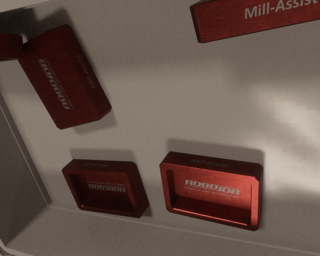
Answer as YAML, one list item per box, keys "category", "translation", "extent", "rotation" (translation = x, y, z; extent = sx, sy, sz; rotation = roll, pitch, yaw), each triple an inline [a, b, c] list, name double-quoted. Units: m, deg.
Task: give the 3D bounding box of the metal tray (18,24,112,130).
- category: "metal tray"
  translation: [-0.135, -0.066, 0.434]
  extent: [0.090, 0.030, 0.129]
  rotation: [-12, 113, 32]

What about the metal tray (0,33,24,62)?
- category: "metal tray"
  translation: [-0.255, -0.103, 0.405]
  extent: [0.130, 0.091, 0.030]
  rotation: [4, 101, 36]

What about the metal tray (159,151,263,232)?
- category: "metal tray"
  translation: [0.069, 0.084, 0.419]
  extent: [0.130, 0.030, 0.089]
  rotation: [6, 121, 24]

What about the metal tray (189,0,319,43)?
- category: "metal tray"
  translation: [0.100, -0.105, 0.248]
  extent: [0.130, 0.090, 0.030]
  rotation: [-4, 117, 29]

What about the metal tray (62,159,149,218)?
- category: "metal tray"
  translation: [-0.091, 0.098, 0.511]
  extent: [0.130, 0.030, 0.089]
  rotation: [-1, 118, 28]
